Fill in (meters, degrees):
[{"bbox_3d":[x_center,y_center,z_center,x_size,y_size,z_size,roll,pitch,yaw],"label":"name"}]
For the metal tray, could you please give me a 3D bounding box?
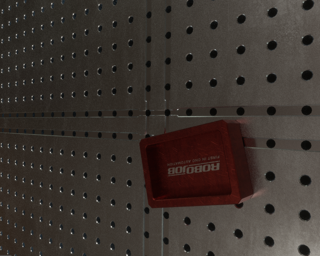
[{"bbox_3d":[0.037,0.047,0.373,0.130,0.030,0.090,-15,81,38],"label":"metal tray"}]
